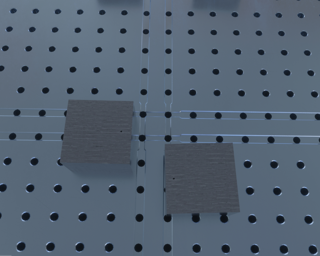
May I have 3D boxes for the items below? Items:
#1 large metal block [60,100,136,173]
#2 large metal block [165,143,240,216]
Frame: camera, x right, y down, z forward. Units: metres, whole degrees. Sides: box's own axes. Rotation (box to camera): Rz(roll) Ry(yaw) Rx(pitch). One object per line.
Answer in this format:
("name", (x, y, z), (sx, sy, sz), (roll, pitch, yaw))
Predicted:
("large metal block", (-0.074, 0.012, 0.393), (0.081, 0.050, 0.080), (1, 70, 0))
("large metal block", (0.047, 0.064, 0.376), (0.081, 0.050, 0.080), (-1, 70, -1))
